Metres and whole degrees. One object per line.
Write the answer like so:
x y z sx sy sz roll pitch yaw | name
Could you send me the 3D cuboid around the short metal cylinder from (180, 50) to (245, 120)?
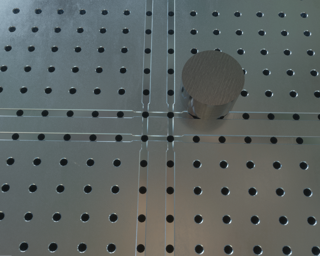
0.068 -0.057 0.420 0.080 0.050 0.080 0 70 0 | short metal cylinder
